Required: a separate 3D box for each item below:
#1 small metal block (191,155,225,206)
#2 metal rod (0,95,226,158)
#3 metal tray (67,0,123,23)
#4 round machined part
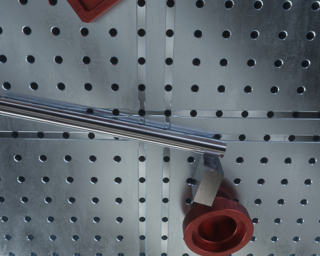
[{"bbox_3d":[0.064,0.070,0.426,0.025,0.050,0.050,17,109,-3],"label":"small metal block"},{"bbox_3d":[-0.061,-0.001,0.412,0.302,0.025,0.025,11,110,-5],"label":"metal rod"},{"bbox_3d":[-0.084,-0.195,0.337,0.090,0.030,0.130,-33,107,11],"label":"metal tray"},{"bbox_3d":[0.081,0.139,0.451,0.099,0.042,0.097,-2,120,-3],"label":"round machined part"}]
